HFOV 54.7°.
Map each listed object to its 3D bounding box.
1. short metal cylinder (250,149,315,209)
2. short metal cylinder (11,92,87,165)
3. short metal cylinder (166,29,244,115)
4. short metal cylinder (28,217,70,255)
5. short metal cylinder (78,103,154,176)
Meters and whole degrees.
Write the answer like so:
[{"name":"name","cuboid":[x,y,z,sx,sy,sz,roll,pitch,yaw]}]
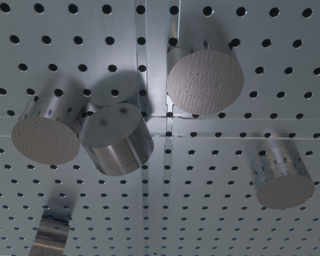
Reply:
[{"name":"short metal cylinder","cuboid":[0.180,0.077,0.463,0.081,0.050,0.079,0,130,0]},{"name":"short metal cylinder","cuboid":[-0.138,0.002,0.395,0.081,0.050,0.079,0,130,0]},{"name":"short metal cylinder","cuboid":[0.047,-0.061,0.344,0.081,0.050,0.079,0,130,0]},{"name":"short metal cylinder","cuboid":[-0.198,0.204,0.547,0.050,0.080,0.079,20,127,-17]},{"name":"short metal cylinder","cuboid":[-0.053,0.013,0.386,0.080,0.080,0.050,-13,129,10]}]
